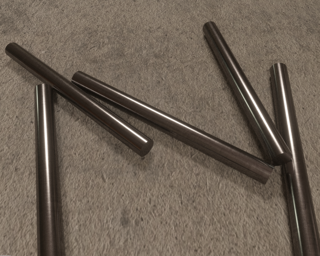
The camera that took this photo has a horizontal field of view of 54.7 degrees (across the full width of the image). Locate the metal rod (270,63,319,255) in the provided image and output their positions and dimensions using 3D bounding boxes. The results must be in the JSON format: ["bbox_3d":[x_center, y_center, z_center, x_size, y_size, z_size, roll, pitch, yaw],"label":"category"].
[{"bbox_3d":[0.163,0.022,0.386,0.025,0.025,0.300,6,50,5],"label":"metal rod"}]

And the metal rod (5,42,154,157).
[{"bbox_3d":[-0.129,-0.052,0.444,0.300,0.025,0.025,34,58,25],"label":"metal rod"}]

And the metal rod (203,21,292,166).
[{"bbox_3d":[0.114,-0.072,0.455,0.025,0.025,0.300,-7,47,-7],"label":"metal rod"}]

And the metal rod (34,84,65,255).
[{"bbox_3d":[-0.128,0.056,0.353,0.025,0.025,0.300,-12,51,-10],"label":"metal rod"}]

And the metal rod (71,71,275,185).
[{"bbox_3d":[0.002,-0.009,0.411,0.301,0.025,0.025,27,55,20],"label":"metal rod"}]
